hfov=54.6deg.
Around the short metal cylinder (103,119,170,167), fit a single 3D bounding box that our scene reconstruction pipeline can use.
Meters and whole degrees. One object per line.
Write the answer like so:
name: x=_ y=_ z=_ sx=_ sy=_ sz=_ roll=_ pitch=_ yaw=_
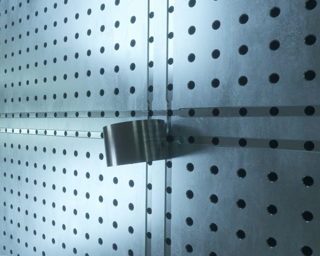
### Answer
short metal cylinder: x=-0.031 y=0.020 z=0.400 sx=0.080 sy=0.081 sz=0.050 roll=-12 pitch=82 yaw=39
